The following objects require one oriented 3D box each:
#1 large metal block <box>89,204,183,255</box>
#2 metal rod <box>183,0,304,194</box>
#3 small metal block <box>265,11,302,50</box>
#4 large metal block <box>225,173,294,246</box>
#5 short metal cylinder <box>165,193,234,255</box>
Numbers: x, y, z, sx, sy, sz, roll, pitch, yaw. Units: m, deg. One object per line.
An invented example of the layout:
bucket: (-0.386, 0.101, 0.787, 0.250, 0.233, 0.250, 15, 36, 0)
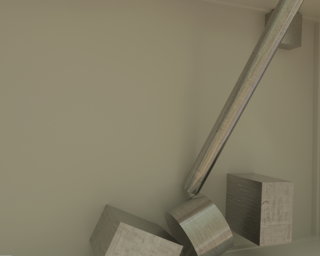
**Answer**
large metal block: (-0.032, 0.138, 0.371, 0.080, 0.080, 0.050, 28, 81, -18)
metal rod: (0.104, -0.045, 0.390, 0.025, 0.025, 0.298, 19, 107, -20)
small metal block: (0.192, -0.153, 0.483, 0.050, 0.025, 0.050, 3, 89, -20)
large metal block: (0.136, 0.109, 0.433, 0.050, 0.080, 0.079, 3, 89, -20)
short metal cylinder: (0.049, 0.132, 0.401, 0.050, 0.080, 0.080, -27, 99, -18)
